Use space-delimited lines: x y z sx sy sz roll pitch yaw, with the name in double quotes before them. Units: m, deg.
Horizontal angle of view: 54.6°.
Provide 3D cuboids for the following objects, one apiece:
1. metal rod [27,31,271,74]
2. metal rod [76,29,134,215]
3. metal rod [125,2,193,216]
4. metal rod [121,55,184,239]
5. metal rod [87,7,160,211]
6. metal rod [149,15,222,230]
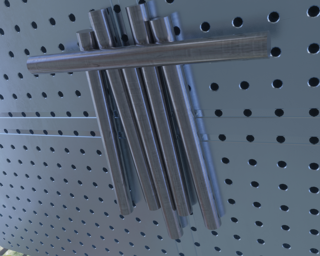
"metal rod" -0.035 -0.080 0.348 0.300 0.025 0.025 2 119 27
"metal rod" -0.074 0.009 0.455 0.025 0.025 0.298 7 122 25
"metal rod" 0.006 -0.005 0.407 0.025 0.025 0.298 1 119 28
"metal rod" -0.006 0.041 0.440 0.025 0.025 0.298 1 119 28
"metal rod" -0.041 -0.008 0.429 0.025 0.025 0.298 1 119 28
"metal rod" 0.039 0.011 0.398 0.025 0.025 0.299 -3 117 29
